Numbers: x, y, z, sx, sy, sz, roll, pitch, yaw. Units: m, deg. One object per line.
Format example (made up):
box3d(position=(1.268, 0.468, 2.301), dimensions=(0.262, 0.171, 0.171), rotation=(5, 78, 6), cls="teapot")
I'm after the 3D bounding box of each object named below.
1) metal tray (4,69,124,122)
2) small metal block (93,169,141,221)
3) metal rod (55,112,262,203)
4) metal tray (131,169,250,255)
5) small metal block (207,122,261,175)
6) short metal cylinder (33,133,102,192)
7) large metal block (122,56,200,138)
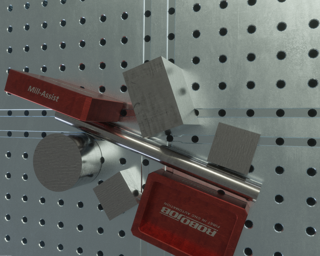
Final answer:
box3d(position=(-0.128, -0.043, 0.422), dimensions=(0.130, 0.090, 0.030), rotation=(20, 97, 19), cls="metal tray")
box3d(position=(-0.057, 0.093, 0.433), dimensions=(0.050, 0.025, 0.050), rotation=(-34, 79, 16), cls="small metal block")
box3d(position=(-0.015, 0.028, 0.418), dimensions=(0.301, 0.025, 0.025), rotation=(21, 97, 18), cls="metal rod")
box3d(position=(0.036, 0.117, 0.396), dimensions=(0.130, 0.030, 0.089), rotation=(19, 97, 18), cls="metal tray")
box3d(position=(0.091, 0.024, 0.380), dimensions=(0.050, 0.025, 0.050), rotation=(18, 96, 19), cls="small metal block")
box3d(position=(-0.132, 0.047, 0.445), dimensions=(0.080, 0.050, 0.080), rotation=(0, 90, 20), cls="short metal cylinder")
box3d(position=(0.005, -0.034, 0.383), dimensions=(0.050, 0.080, 0.080), rotation=(-20, 84, 19), cls="large metal block")
